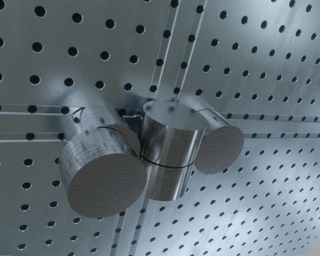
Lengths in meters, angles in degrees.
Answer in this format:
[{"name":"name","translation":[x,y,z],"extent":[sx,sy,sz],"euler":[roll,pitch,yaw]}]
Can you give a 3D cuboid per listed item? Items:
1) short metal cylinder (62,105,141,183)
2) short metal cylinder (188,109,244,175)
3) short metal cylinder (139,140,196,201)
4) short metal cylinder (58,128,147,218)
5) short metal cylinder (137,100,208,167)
[{"name":"short metal cylinder","translation":[-0.070,0.019,0.368],"extent":[0.081,0.050,0.079],"euler":[-14,124,-21]},{"name":"short metal cylinder","translation":[0.072,0.020,0.445],"extent":[0.081,0.050,0.079],"euler":[-14,124,-21]},{"name":"short metal cylinder","translation":[0.002,0.050,0.407],"extent":[0.081,0.080,0.050],"euler":[-1,119,-28]},{"name":"short metal cylinder","translation":[-0.060,0.047,0.324],"extent":[0.081,0.050,0.079],"euler":[-14,124,-21]},{"name":"short metal cylinder","translation":[0.013,0.005,0.386],"extent":[0.081,0.080,0.050],"euler":[1,119,-29]}]
